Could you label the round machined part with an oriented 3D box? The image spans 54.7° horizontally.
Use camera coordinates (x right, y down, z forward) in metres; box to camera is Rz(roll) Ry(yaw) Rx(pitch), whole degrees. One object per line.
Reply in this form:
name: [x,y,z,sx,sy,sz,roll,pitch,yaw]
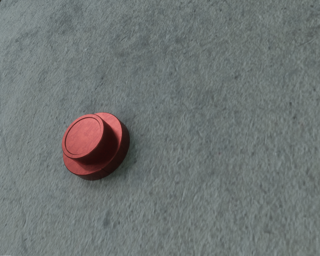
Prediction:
round machined part: [-0.095,0.020,0.429,0.098,0.042,0.098,-13,56,20]
